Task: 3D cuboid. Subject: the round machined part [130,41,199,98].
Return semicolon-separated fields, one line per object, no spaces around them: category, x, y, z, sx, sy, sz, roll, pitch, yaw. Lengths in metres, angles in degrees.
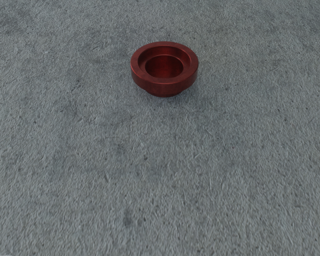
round machined part;0.007;-0.083;0.463;0.099;0.042;0.098;0;50;0
